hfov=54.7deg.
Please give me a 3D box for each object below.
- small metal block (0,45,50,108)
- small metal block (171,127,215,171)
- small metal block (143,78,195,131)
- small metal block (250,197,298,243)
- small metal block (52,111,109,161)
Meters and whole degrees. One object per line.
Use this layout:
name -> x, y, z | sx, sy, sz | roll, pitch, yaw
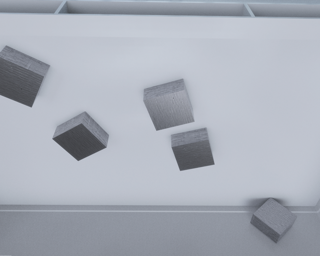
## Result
small metal block -> -0.163, -0.058, 0.358 | 0.050, 0.025, 0.050 | 24, 126, -19
small metal block -> 0.046, 0.031, 0.435 | 0.050, 0.025, 0.050 | -12, 129, 10
small metal block -> 0.012, -0.028, 0.385 | 0.050, 0.025, 0.050 | -14, 129, 11
small metal block -> 0.186, 0.151, 0.509 | 0.050, 0.050, 0.025 | -29, 139, -31
small metal block -> -0.106, 0.012, 0.418 | 0.050, 0.025, 0.050 | -25, 126, 20
